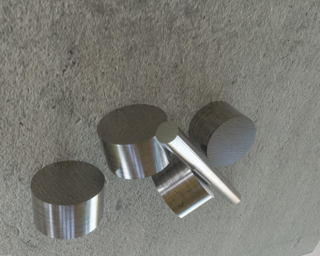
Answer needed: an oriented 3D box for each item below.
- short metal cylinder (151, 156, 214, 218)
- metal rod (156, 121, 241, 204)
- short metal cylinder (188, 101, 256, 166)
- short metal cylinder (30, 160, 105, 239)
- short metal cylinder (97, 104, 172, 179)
[{"bbox_3d":[0.031,0.077,0.432,0.050,0.080,0.080,-36,130,7],"label":"short metal cylinder"},{"bbox_3d":[0.070,0.065,0.436,0.025,0.025,0.300,-44,144,2],"label":"metal rod"},{"bbox_3d":[0.088,0.008,0.444,0.081,0.050,0.079,-14,124,-21],"label":"short metal cylinder"},{"bbox_3d":[-0.107,0.082,0.363,0.081,0.080,0.050,-7,122,-25],"label":"short metal cylinder"},{"bbox_3d":[-0.028,0.014,0.364,0.081,0.080,0.050,-21,127,-16],"label":"short metal cylinder"}]
